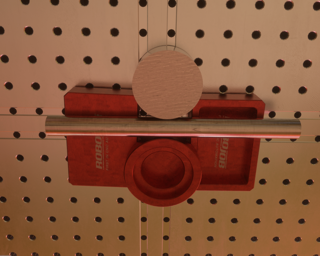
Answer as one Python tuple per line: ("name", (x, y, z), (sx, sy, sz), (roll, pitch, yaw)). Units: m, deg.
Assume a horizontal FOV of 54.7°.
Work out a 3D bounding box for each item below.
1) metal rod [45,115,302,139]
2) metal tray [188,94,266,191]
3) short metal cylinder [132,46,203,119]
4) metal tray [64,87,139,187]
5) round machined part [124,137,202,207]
("metal rod", (0.017, -0.001, 0.377), (0.302, 0.025, 0.025), (1, 110, -1))
("metal tray", (0.084, 0.021, 0.415), (0.091, 0.030, 0.129), (1, 110, -1))
("short metal cylinder", (0.009, -0.056, 0.375), (0.081, 0.050, 0.079), (0, 110, 0))
("metal tray", (-0.074, 0.014, 0.410), (0.091, 0.030, 0.129), (2, 110, -1))
("round machined part", (0.004, 0.051, 0.409), (0.099, 0.042, 0.097), (0, 110, 0))
